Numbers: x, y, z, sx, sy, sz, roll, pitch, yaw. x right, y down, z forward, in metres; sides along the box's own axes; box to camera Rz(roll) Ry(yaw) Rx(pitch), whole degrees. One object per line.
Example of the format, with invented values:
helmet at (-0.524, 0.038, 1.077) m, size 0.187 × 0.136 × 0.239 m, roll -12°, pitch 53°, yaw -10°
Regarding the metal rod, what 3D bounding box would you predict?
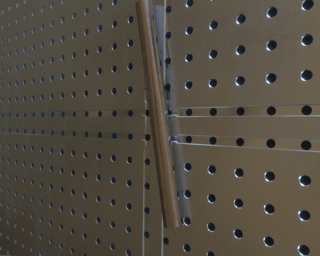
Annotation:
metal rod at (-0.002, -0.023, 0.409) m, size 0.025 × 0.025 × 0.298 m, roll -12°, pitch 82°, yaw 39°
